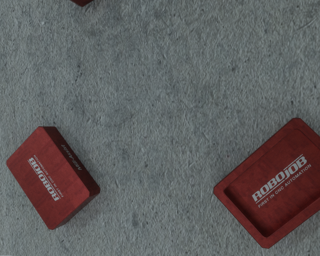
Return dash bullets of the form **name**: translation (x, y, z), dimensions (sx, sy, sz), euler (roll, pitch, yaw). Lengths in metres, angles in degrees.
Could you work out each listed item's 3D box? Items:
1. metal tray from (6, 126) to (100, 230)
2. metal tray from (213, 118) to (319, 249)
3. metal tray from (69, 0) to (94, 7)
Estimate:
- **metal tray**: translation (-0.161, 0.072, 0.463), dimensions (0.090, 0.030, 0.130), euler (-43, 77, 15)
- **metal tray**: translation (0.139, 0.062, 0.357), dimensions (0.130, 0.030, 0.090), euler (-45, 76, 14)
- **metal tray**: translation (-0.108, -0.255, 0.444), dimensions (0.090, 0.030, 0.129), euler (-23, 82, 18)
